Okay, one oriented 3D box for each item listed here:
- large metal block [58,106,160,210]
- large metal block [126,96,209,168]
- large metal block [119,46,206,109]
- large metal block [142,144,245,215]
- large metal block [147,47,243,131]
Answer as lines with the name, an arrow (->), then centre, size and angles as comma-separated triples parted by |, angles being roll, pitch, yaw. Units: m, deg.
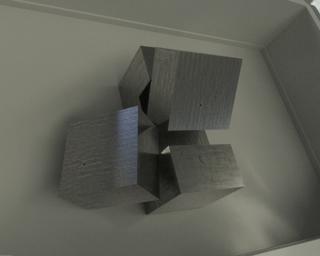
large metal block -> -0.048, 0.032, 0.313 | 0.050, 0.080, 0.080 | 51, 32, -54
large metal block -> 0.009, 0.008, 0.391 | 0.081, 0.050, 0.080 | -1, 62, -29
large metal block -> 0.001, -0.057, 0.404 | 0.081, 0.080, 0.050 | -1, 63, -29
large metal block -> 0.033, 0.058, 0.351 | 0.081, 0.080, 0.050 | 0, 62, -29
large metal block -> 0.037, -0.043, 0.344 | 0.081, 0.079, 0.050 | -1, 17, -29
